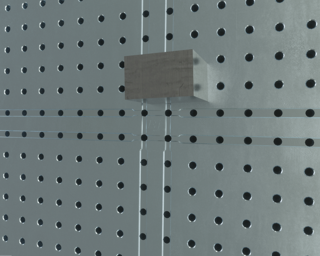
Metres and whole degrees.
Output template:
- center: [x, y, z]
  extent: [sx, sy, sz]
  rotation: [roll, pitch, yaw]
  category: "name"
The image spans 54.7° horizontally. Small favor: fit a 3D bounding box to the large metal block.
- center: [0.011, -0.058, 0.379]
  extent: [0.080, 0.080, 0.050]
  rotation: [-1, 90, 19]
  category: "large metal block"
